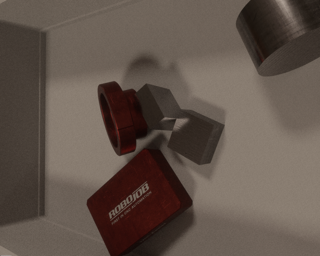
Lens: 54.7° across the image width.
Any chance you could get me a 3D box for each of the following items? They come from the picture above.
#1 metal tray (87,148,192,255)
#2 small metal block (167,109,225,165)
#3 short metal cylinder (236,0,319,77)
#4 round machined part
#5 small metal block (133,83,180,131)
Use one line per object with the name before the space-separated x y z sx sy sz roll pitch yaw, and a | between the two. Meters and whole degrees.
metal tray | -0.032 0.100 0.414 0.130 0.030 0.090 -43 64 20
small metal block | 0.042 0.010 0.371 0.050 0.025 0.050 28 108 36
short metal cylinder | 0.115 -0.088 0.275 0.080 0.081 0.050 -31 71 35
round machined part | -0.048 -0.015 0.413 0.098 0.042 0.097 164 90 -73
small metal block | 0.000 -0.025 0.387 0.025 0.050 0.050 -39 66 27
